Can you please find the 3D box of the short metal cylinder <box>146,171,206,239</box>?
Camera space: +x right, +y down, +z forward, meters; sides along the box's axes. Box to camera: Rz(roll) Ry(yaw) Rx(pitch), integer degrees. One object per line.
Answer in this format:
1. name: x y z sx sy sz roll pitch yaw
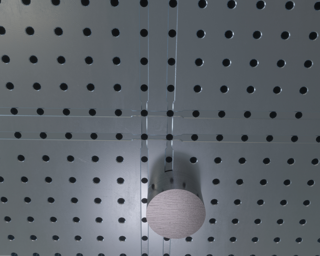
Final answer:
1. short metal cylinder: 0.021 0.108 0.440 0.080 0.050 0.079 0 110 0
